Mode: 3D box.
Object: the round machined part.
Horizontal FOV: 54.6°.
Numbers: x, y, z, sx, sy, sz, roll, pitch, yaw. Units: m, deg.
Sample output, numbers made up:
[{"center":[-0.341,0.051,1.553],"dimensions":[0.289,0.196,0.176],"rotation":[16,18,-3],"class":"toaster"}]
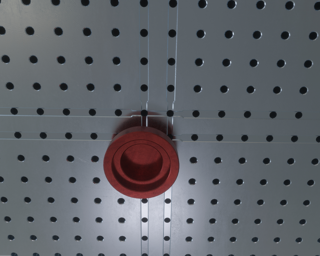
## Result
[{"center":[-0.024,0.043,0.420],"dimensions":[0.099,0.042,0.097],"rotation":[0,110,0],"class":"round machined part"}]
